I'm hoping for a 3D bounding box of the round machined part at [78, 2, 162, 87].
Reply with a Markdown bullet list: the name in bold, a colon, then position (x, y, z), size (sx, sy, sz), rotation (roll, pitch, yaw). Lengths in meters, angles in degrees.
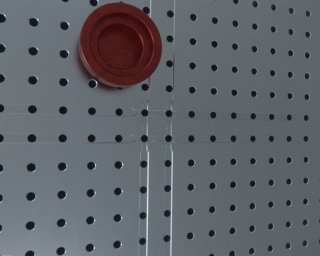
- **round machined part**: position (-0.051, -0.099, 0.385), size (0.099, 0.042, 0.097), rotation (0, 90, -20)
